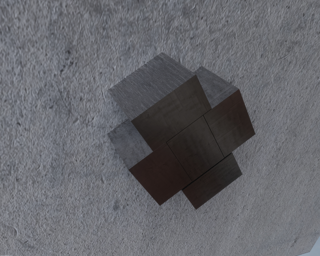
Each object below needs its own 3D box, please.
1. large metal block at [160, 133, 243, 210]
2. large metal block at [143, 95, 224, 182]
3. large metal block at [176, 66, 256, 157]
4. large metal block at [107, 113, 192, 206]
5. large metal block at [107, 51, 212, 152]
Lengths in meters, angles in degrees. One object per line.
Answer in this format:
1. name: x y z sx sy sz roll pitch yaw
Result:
1. large metal block: 0.054 0.052 0.437 0.080 0.080 0.050 -36 130 -5
2. large metal block: 0.027 0.008 0.394 0.050 0.080 0.080 -37 130 -4
3. large metal block: 0.068 -0.022 0.399 0.050 0.080 0.080 -37 130 -4
4. large metal block: -0.014 0.037 0.390 0.050 0.080 0.080 -37 130 -4
5. large metal block: -0.003 -0.033 0.353 0.080 0.080 0.050 -36 130 -5
